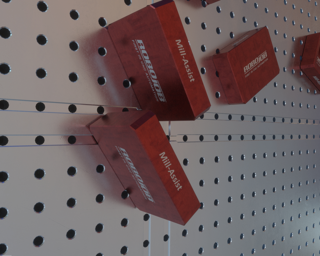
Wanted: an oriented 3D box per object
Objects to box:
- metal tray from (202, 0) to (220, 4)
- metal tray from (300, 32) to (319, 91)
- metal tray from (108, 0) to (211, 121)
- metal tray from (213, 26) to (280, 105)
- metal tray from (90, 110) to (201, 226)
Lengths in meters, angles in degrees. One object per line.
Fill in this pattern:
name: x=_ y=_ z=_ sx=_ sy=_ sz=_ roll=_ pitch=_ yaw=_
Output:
metal tray: x=0.045 y=-0.244 z=0.441 sx=0.131 sy=0.030 sz=0.090 roll=6 pitch=86 yaw=-40
metal tray: x=0.375 y=-0.147 z=0.717 sx=0.131 sy=0.030 sz=0.090 roll=29 pitch=72 yaw=-36
metal tray: x=-0.002 y=-0.072 z=0.364 sx=0.030 sy=0.090 sz=0.129 roll=-36 pitch=112 yaw=-34
metal tray: x=0.152 y=-0.108 z=0.531 sx=0.131 sy=0.030 sz=0.090 roll=-38 pitch=113 yaw=-33
metal tray: x=-0.017 y=0.044 z=0.351 sx=0.030 sy=0.090 sz=0.130 roll=-41 pitch=115 yaw=-32
